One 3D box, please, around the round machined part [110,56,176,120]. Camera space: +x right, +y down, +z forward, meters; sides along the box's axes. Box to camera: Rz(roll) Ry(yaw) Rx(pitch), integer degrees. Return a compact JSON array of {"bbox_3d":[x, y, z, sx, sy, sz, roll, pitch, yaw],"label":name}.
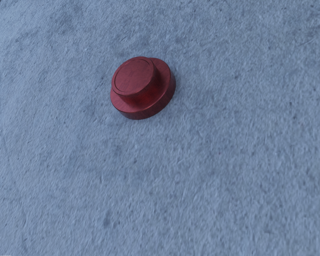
[{"bbox_3d":[-0.030,-0.064,0.447,0.098,0.042,0.098,-13,56,20],"label":"round machined part"}]
